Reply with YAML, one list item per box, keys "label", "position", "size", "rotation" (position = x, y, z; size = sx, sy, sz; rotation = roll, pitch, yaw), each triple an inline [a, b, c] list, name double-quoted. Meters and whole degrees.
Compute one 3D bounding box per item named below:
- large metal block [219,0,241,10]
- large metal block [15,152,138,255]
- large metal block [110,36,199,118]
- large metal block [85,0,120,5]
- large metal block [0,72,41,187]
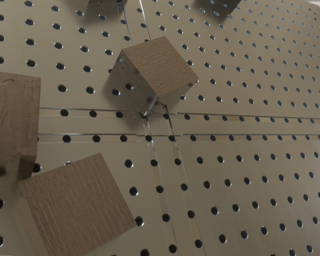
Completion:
- label: "large metal block"
  position: [0.146, -0.312, 0.660]
  size: [0.080, 0.050, 0.080]
  rotation: [31, 52, -8]
- label: "large metal block"
  position: [-0.082, 0.081, 0.299]
  size: [0.081, 0.050, 0.080]
  rotation: [-19, 72, -35]
- label: "large metal block"
  position: [-0.007, -0.073, 0.432]
  size: [0.081, 0.050, 0.080]
  rotation: [-30, 79, -38]
- label: "large metal block"
  position: [-0.095, -0.249, 0.492]
  size: [0.081, 0.050, 0.080]
  rotation: [-27, 77, -37]
- label: "large metal block"
  position: [-0.145, 0.004, 0.292]
  size: [0.050, 0.080, 0.080]
  rotation: [6, 59, -25]
